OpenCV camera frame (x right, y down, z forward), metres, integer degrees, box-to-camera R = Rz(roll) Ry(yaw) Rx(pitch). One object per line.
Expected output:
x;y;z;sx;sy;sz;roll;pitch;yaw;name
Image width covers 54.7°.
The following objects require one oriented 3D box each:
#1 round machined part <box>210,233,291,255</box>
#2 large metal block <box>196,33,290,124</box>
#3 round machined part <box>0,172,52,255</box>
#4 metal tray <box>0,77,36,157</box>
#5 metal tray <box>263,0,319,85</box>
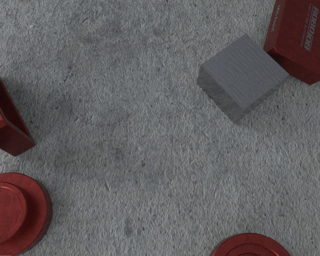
0.098;0.167;0.339;0.099;0.042;0.098;0;70;-1;round machined part
0.109;-0.066;0.421;0.080;0.050;0.080;-36;74;-12;large metal block
-0.182;0.100;0.360;0.099;0.042;0.098;0;70;-1;round machined part
-0.210;-0.034;0.383;0.030;0.090;0.130;-31;73;-11;metal tray
0.204;-0.137;0.444;0.090;0.030;0.130;23;70;-11;metal tray
